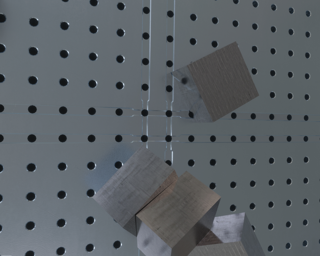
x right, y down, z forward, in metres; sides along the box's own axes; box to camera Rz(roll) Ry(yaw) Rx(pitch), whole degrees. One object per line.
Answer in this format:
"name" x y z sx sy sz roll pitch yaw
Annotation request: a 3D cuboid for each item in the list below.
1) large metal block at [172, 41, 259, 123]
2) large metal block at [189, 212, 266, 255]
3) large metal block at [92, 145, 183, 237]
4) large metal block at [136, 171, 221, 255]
"large metal block" 0.076 -0.061 0.427 0.080 0.050 0.080 -29 100 -18
"large metal block" 0.085 0.164 0.404 0.080 0.080 0.050 63 29 -16
"large metal block" -0.020 0.079 0.369 0.050 0.080 0.080 36 74 28
"large metal block" 0.020 0.110 0.358 0.080 0.050 0.080 -36 147 -31
